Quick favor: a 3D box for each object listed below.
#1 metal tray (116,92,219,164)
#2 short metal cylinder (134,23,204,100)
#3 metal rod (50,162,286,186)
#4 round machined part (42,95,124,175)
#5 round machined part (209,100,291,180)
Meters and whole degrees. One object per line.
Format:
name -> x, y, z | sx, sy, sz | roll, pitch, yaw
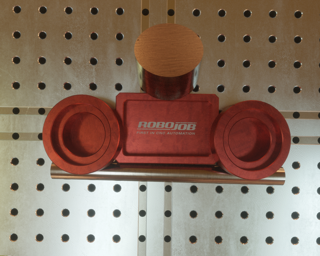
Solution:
metal tray -> 0.009, 0.000, 0.406 | 0.131, 0.030, 0.089 | 1, 91, -1
short metal cylinder -> 0.010, -0.081, 0.382 | 0.081, 0.050, 0.080 | 0, 64, 0
metal rod -> 0.011, 0.059, 0.409 | 0.302, 0.025, 0.025 | 2, 90, 0
round machined part -> -0.094, 0.009, 0.395 | 0.099, 0.042, 0.097 | 0, 87, 8
round machined part -> 0.111, 0.015, 0.397 | 0.099, 0.042, 0.097 | 0, 88, -8
